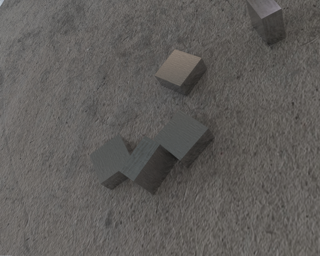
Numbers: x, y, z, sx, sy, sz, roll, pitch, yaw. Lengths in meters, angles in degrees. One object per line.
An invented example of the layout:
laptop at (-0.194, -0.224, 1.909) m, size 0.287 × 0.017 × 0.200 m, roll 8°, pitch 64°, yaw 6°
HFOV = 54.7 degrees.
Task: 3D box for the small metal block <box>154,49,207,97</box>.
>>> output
small metal block at (0.029, -0.078, 0.437) m, size 0.050 × 0.025 × 0.050 m, roll 29°, pitch 78°, yaw 37°

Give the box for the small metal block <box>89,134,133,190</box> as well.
small metal block at (-0.059, 0.044, 0.408) m, size 0.050 × 0.025 × 0.050 m, roll -36°, pitch 51°, yaw 4°

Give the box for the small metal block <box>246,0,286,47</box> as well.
small metal block at (0.138, -0.144, 0.404) m, size 0.025 × 0.050 × 0.050 m, roll -26°, pitch 53°, yaw 12°

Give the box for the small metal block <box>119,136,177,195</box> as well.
small metal block at (-0.013, 0.045, 0.367) m, size 0.025 × 0.050 × 0.050 m, roll 28°, pitch 77°, yaw 37°

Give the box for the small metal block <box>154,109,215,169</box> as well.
small metal block at (0.029, 0.013, 0.381) m, size 0.050 × 0.025 × 0.050 m, roll -48°, pitch 51°, yaw -6°
